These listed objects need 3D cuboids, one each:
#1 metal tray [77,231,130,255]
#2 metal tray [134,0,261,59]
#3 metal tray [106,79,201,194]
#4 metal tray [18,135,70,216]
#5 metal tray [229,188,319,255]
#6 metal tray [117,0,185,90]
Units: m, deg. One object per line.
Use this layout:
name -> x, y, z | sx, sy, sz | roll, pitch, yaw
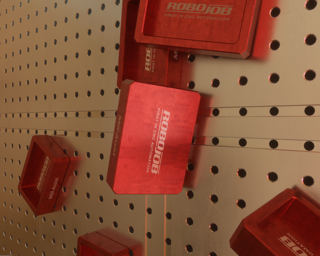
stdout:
metal tray -> -0.093, 0.241, 0.484 | 0.090, 0.030, 0.129 | 7, 95, 40
metal tray -> 0.041, -0.131, 0.347 | 0.130, 0.030, 0.089 | 12, 96, 22
metal tray -> -0.008, 0.013, 0.371 | 0.030, 0.091, 0.129 | 27, 109, 63
metal tray -> -0.226, 0.089, 0.594 | 0.090, 0.030, 0.129 | 36, 112, 34
metal tray -> 0.134, 0.115, 0.253 | 0.130, 0.091, 0.030 | 41, 128, 32
metal tray -> -0.013, -0.115, 0.417 | 0.090, 0.030, 0.129 | 8, 95, 40
